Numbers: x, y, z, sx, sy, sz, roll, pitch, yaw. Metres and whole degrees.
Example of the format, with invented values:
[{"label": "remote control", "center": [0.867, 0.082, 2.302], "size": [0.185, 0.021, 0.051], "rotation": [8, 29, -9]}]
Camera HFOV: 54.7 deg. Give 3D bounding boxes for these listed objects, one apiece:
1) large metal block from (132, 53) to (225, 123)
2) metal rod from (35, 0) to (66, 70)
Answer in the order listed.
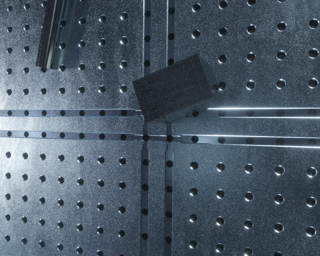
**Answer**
[{"label": "large metal block", "center": [0.025, -0.042, 0.374], "size": [0.080, 0.080, 0.050], "rotation": [-20, 83, 19]}, {"label": "metal rod", "center": [-0.146, -0.238, 0.464], "size": [0.025, 0.025, 0.298], "rotation": [14, 95, 19]}]
